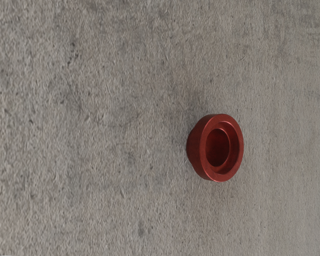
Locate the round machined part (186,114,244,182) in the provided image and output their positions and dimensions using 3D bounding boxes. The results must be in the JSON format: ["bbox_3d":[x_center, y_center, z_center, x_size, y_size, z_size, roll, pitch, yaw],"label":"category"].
[{"bbox_3d":[0.077,0.028,0.457,0.099,0.042,0.097,0,90,-40],"label":"round machined part"}]
